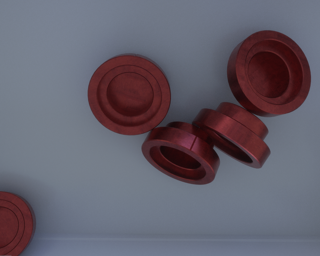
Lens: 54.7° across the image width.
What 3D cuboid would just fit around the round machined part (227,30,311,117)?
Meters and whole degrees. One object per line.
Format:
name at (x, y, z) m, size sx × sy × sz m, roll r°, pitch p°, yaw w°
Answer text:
round machined part at (0.123, -0.061, 0.366) m, size 0.099 × 0.042 × 0.097 m, roll 2°, pitch 81°, yaw -16°

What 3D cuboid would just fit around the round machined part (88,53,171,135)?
round machined part at (-0.036, -0.044, 0.385) m, size 0.099 × 0.042 × 0.097 m, roll 0°, pitch 110°, yaw 0°

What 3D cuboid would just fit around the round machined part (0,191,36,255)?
round machined part at (-0.226, 0.139, 0.435) m, size 0.099 × 0.042 × 0.098 m, roll 2°, pitch 76°, yaw -10°

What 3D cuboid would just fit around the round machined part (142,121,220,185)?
round machined part at (0.030, 0.028, 0.395) m, size 0.098 × 0.042 × 0.098 m, roll 21°, pitch 150°, yaw 13°

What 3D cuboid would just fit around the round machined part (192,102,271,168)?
round machined part at (0.091, 0.004, 0.379) m, size 0.098 × 0.098 × 0.042 m, roll 37°, pitch 83°, yaw -13°
